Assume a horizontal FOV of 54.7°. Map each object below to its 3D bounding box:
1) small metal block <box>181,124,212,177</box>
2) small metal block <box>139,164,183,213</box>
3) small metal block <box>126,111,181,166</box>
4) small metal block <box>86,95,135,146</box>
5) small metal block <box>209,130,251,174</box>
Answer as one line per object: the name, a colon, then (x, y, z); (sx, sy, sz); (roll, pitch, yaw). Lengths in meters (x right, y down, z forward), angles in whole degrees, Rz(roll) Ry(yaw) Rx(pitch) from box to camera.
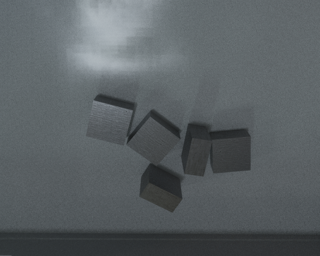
small metal block: (0.047, 0.028, 0.407); (0.025, 0.050, 0.050); (9, 110, -4)
small metal block: (0.001, 0.082, 0.426); (0.050, 0.050, 0.025); (29, 108, -11)
small metal block: (-0.009, 0.014, 0.414); (0.050, 0.025, 0.050); (37, 106, -13)
small metal block: (-0.065, -0.010, 0.404); (0.050, 0.025, 0.050); (14, 109, -6)
small metal block: (0.095, 0.032, 0.422); (0.050, 0.025, 0.050); (-5, 110, 1)
